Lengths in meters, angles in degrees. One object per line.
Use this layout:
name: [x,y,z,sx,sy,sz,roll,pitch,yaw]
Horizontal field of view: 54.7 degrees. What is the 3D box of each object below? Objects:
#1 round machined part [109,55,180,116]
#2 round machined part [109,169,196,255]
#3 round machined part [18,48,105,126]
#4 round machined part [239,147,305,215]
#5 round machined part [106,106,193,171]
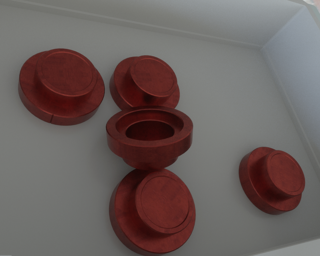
round machined part: [-0.016,-0.060,0.425,0.099,0.042,0.098,14,56,-21]
round machined part: [-0.003,0.087,0.342,0.099,0.042,0.098,14,56,-21]
round machined part: [-0.113,-0.055,0.368,0.099,0.042,0.098,14,56,-21]
round machined part: [0.166,0.071,0.444,0.099,0.042,0.098,14,56,-21]
round machined part: [-0.011,0.013,0.361,0.099,0.042,0.098,0,29,0]
